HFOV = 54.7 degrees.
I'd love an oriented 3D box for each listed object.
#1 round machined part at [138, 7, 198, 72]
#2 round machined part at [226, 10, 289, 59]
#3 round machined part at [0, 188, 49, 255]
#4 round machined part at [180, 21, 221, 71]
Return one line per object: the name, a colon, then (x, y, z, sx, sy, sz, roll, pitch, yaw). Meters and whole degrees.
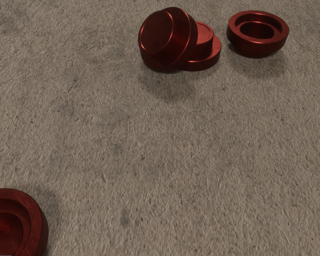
round machined part: (0.005, -0.138, 0.471, 0.042, 0.098, 0.098, 13, 31, -50)
round machined part: (0.162, -0.155, 0.525, 0.099, 0.042, 0.098, 0, 50, 0)
round machined part: (-0.157, 0.111, 0.297, 0.099, 0.042, 0.098, 0, 50, 0)
round machined part: (0.052, -0.141, 0.511, 0.099, 0.042, 0.098, 0, 50, 0)
